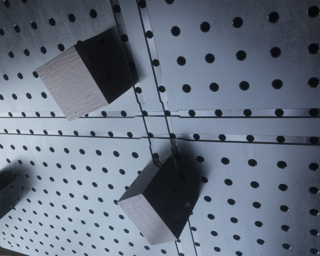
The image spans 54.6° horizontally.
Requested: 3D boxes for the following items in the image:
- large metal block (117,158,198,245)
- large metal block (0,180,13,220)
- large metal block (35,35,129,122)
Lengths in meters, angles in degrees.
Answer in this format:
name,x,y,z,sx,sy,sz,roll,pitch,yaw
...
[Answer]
name,x,y,z,sx,sy,sz,roll,pitch,yaw
large metal block,-0.001,0.104,0.441,0.050,0.080,0.080,-27,103,37
large metal block,-0.378,0.167,0.680,0.050,0.080,0.079,22,127,15
large metal block,-0.102,-0.064,0.410,0.080,0.050,0.080,-18,109,35
